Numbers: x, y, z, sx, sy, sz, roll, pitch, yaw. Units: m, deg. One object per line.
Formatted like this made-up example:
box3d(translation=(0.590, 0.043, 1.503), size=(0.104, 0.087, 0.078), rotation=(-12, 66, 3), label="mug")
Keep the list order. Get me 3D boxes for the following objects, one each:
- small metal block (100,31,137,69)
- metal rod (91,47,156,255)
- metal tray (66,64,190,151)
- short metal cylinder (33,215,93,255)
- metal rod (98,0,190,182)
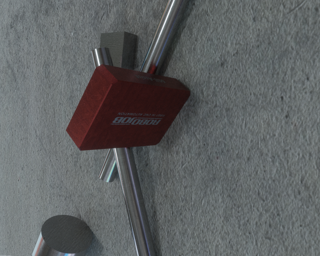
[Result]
box3d(translation=(-0.063, -0.112, 0.454), size=(0.050, 0.025, 0.050), rotation=(10, 96, 39), label="small metal block")
box3d(translation=(-0.047, 0.041, 0.416), size=(0.025, 0.025, 0.298), rotation=(-13, 90, 39), label="metal rod")
box3d(translation=(-0.032, -0.020, 0.361), size=(0.030, 0.131, 0.089), rotation=(47, 118, 29), label="metal tray")
box3d(translation=(-0.155, 0.186, 0.494), size=(0.080, 0.081, 0.050), rotation=(39, 114, 33), label="short metal cylinder")
box3d(translation=(-0.023, -0.054, 0.422), size=(0.025, 0.025, 0.298), rotation=(37, 112, 33), label="metal rod")
